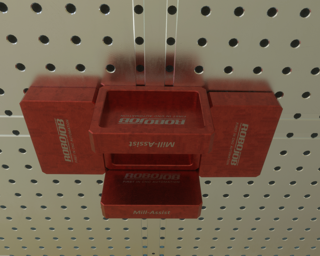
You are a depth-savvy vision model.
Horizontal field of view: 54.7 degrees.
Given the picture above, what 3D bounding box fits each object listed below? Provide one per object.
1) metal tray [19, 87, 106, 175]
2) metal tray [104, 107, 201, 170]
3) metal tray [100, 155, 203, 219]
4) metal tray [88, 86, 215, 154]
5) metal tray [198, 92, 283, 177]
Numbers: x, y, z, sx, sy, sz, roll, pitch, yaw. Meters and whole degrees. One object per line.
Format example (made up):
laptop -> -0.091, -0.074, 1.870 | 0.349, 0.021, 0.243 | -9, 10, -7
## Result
metal tray -> -0.121, 0.008, 0.413 | 0.091, 0.030, 0.129 | 1, 130, -1
metal tray -> -0.010, 0.016, 0.419 | 0.131, 0.030, 0.089 | 0, 130, -1
metal tray -> -0.011, 0.080, 0.435 | 0.131, 0.090, 0.030 | 1, 130, -1
metal tray -> -0.009, -0.012, 0.359 | 0.131, 0.090, 0.030 | 1, 130, -1
metal tray -> 0.101, 0.013, 0.419 | 0.091, 0.030, 0.129 | 0, 130, -2
